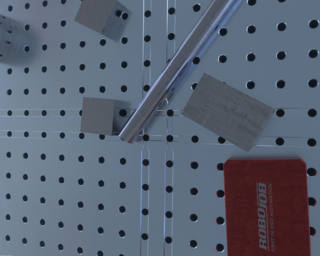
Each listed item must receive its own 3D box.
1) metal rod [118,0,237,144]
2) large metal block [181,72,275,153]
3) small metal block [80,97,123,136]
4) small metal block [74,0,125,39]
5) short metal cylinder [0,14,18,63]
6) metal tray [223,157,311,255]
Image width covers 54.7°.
[{"bbox_3d":[0.040,-0.104,0.398,0.025,0.025,0.299,40,102,15],"label":"metal rod"},{"bbox_3d":[0.081,-0.017,0.355,0.080,0.080,0.050,31,100,17],"label":"large metal block"},{"bbox_3d":[-0.083,-0.017,0.442,0.050,0.025,0.050,6,92,19],"label":"small metal block"},{"bbox_3d":[-0.087,-0.164,0.443,0.050,0.025,0.050,30,100,17],"label":"small metal block"},{"bbox_3d":[-0.279,-0.149,0.498,0.080,0.050,0.080,0,90,20],"label":"short metal cylinder"},{"bbox_3d":[0.125,0.100,0.366,0.090,0.030,0.129,-3,89,20],"label":"metal tray"}]
